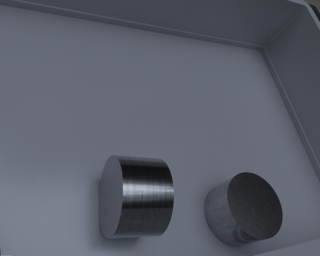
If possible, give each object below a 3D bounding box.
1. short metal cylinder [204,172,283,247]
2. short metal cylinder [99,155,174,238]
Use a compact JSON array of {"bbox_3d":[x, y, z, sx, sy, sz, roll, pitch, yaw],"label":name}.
[{"bbox_3d":[0.103,0.101,0.385,0.081,0.050,0.080,14,56,-21],"label":"short metal cylinder"},{"bbox_3d":[-0.027,0.069,0.315,0.050,0.080,0.080,7,59,-25],"label":"short metal cylinder"}]
